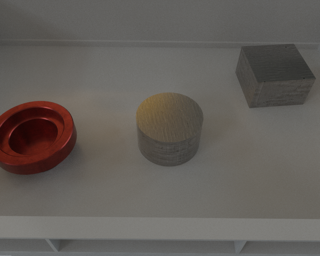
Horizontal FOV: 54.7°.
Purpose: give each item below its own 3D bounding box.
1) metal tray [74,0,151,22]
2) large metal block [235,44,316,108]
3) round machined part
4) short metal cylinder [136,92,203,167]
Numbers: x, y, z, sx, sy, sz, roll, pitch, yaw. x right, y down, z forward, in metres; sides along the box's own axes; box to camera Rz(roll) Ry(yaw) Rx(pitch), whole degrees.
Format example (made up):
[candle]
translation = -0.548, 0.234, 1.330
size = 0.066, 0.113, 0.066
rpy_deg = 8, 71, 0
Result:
[metal tray]
translation = -0.091, -0.254, 0.617
size = 0.131, 0.030, 0.090
rpy_deg = 9, 50, 7
[large metal block]
translation = 0.165, -0.078, 0.456
size = 0.081, 0.050, 0.080
rpy_deg = -4, 50, -4
[round machined part]
translation = -0.151, 0.016, 0.379
size = 0.099, 0.042, 0.098
rpy_deg = 0, 50, 0
[short metal cylinder]
translation = 0.011, 0.001, 0.388
size = 0.081, 0.050, 0.080
rpy_deg = 0, 50, 0
